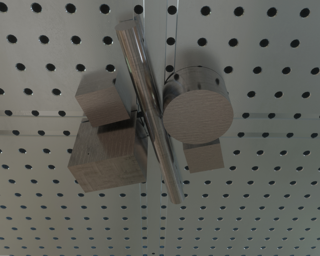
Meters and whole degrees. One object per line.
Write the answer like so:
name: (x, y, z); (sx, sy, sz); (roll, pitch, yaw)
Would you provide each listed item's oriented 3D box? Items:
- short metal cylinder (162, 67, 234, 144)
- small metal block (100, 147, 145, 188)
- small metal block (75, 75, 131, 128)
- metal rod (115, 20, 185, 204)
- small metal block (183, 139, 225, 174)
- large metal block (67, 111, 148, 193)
short metal cylinder: (0.043, -0.026, 0.373); (0.081, 0.050, 0.079); (0, 130, 0)
small metal block: (-0.055, 0.059, 0.461); (0.050, 0.025, 0.050); (-12, 129, 9)
small metal block: (-0.068, -0.032, 0.383); (0.050, 0.025, 0.050); (-14, 129, 10)
metal rod: (-0.003, 0.004, 0.415); (0.025, 0.025, 0.298); (-10, 130, 8)
small metal block: (0.062, 0.035, 0.443); (0.050, 0.025, 0.050); (-11, 130, 9)
large metal block: (-0.062, 0.030, 0.398); (0.080, 0.080, 0.050); (-12, 129, 9)
